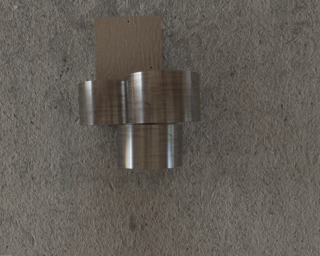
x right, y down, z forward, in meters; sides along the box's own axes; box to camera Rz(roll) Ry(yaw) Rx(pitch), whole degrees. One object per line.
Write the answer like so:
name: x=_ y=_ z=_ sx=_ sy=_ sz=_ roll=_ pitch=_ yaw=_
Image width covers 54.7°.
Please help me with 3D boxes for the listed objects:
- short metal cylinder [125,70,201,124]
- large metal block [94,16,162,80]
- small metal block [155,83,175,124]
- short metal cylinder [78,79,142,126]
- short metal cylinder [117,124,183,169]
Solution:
short metal cylinder: x=0.003 y=-0.031 z=0.334 sx=0.081 sy=0.080 sz=0.050 roll=-2 pitch=90 yaw=0
large metal block: x=-0.038 y=-0.095 z=0.399 sx=0.081 sy=0.050 sz=0.080 roll=-2 pitch=90 yaw=0
small metal block: x=0.007 y=-0.030 z=0.401 sx=0.025 sy=0.050 sz=0.050 roll=1 pitch=90 yaw=0
short metal cylinder: x=-0.059 y=-0.029 z=0.384 sx=0.081 sy=0.080 sz=0.050 roll=-2 pitch=90 yaw=0
short metal cylinder: x=-0.012 y=0.021 z=0.384 sx=0.081 sy=0.080 sz=0.050 roll=0 pitch=90 yaw=0
